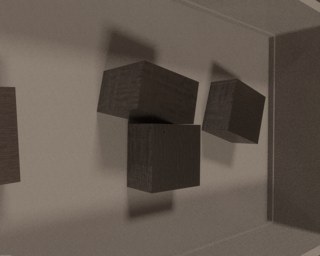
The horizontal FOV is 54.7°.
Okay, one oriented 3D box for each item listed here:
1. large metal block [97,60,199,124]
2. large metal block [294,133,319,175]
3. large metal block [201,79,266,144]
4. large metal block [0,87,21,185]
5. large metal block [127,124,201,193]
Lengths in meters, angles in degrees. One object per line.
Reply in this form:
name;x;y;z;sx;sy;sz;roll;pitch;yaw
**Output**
large metal block;-0.014;-0.036;0.360;0.081;0.080;0.050;13;82;-40
large metal block;0.347;0.060;0.689;0.080;0.050;0.080;21;77;-38
large metal block;0.118;-0.024;0.492;0.080;0.050;0.080;21;77;-38
large metal block;-0.166;0.008;0.252;0.081;0.050;0.079;-4;93;-40
large metal block;0.006;0.035;0.397;0.081;0.050;0.079;1;90;-40
